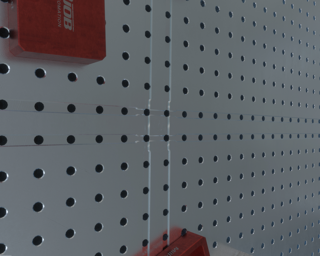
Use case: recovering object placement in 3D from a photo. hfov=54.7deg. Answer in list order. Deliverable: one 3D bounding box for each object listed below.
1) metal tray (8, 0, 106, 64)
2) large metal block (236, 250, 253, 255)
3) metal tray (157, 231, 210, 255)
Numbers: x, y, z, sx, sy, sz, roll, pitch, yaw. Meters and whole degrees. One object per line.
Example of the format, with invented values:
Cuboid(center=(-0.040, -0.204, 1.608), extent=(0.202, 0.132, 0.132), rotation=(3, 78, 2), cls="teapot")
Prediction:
Cuboid(center=(-0.104, -0.137, 0.318), extent=(0.091, 0.030, 0.129), rotation=(-3, 92, -40), cls="metal tray")
Cuboid(center=(0.151, 0.270, 0.520), extent=(0.080, 0.050, 0.080), rotation=(-50, 120, -28), cls="large metal block")
Cuboid(center=(0.018, 0.214, 0.421), extent=(0.131, 0.030, 0.089), rotation=(-24, 105, -37), cls="metal tray")
